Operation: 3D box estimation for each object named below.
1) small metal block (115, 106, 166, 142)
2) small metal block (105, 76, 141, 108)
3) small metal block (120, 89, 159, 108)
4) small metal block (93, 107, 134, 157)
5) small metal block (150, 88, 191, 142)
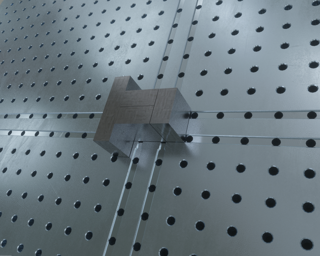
[{"bbox_3d":[-0.022,-0.005,0.404,0.050,0.050,0.025,0,62,28],"label":"small metal block"},{"bbox_3d":[-0.047,-0.038,0.438,0.025,0.050,0.050,0,62,28],"label":"small metal block"},{"bbox_3d":[-0.016,-0.027,0.415,0.050,0.050,0.025,0,62,28],"label":"small metal block"},{"bbox_3d":[-0.058,0.006,0.416,0.025,0.050,0.050,0,62,28],"label":"small metal block"},{"bbox_3d":[0.015,-0.016,0.392,0.025,0.050,0.050,0,62,28],"label":"small metal block"}]
